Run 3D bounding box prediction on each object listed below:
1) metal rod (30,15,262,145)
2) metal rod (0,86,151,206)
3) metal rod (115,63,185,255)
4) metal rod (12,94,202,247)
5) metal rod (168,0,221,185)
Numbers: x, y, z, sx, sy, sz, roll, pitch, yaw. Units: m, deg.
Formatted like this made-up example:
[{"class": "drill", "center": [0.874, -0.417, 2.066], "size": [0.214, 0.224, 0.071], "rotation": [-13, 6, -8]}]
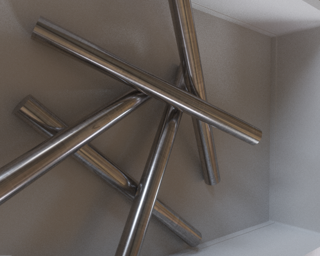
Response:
[{"class": "metal rod", "center": [0.004, -0.044, 0.365], "size": [0.302, 0.025, 0.025], "rotation": [24, 75, -24]}, {"class": "metal rod", "center": [-0.088, 0.013, 0.296], "size": [0.302, 0.025, 0.025], "rotation": [-41, 115, -45]}, {"class": "metal rod", "center": [-0.003, 0.041, 0.377], "size": [0.025, 0.025, 0.300], "rotation": [37, 59, -34]}, {"class": "metal rod", "center": [-0.041, 0.069, 0.372], "size": [0.300, 0.025, 0.025], "rotation": [45, 63, -31]}, {"class": "metal rod", "center": [0.047, -0.047, 0.404], "size": [0.025, 0.025, 0.298], "rotation": [-36, 125, -34]}]
